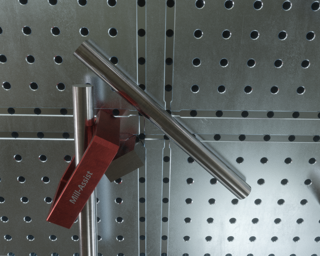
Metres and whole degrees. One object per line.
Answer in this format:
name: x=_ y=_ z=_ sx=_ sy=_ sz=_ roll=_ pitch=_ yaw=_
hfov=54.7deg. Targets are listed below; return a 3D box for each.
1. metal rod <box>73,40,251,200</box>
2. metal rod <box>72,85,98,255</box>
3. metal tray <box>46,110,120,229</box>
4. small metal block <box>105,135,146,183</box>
metal rod: x=0.013 y=-0.002 z=0.412 sx=0.300 sy=0.025 sz=0.025 roll=41 pitch=105 yaw=-14
metal rod: x=-0.097 y=0.093 z=0.408 sx=0.025 sy=0.025 sz=0.298 roll=2 pitch=106 yaw=-1
metal tray: x=-0.095 y=0.050 z=0.394 sx=0.030 sy=0.090 sz=0.129 roll=28 pitch=108 yaw=-17
small metal block: x=-0.048 y=0.040 z=0.414 sx=0.050 sy=0.050 sz=0.025 roll=-28 pitch=108 yaw=9
